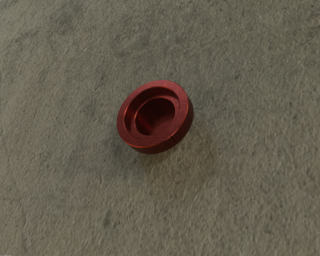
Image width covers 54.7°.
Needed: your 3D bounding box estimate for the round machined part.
[{"bbox_3d":[-0.003,-0.010,0.399,0.098,0.042,0.098,-13,56,20],"label":"round machined part"}]
